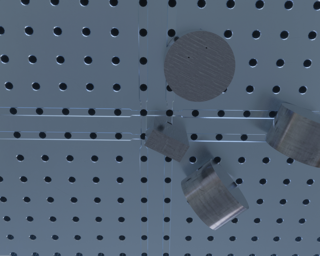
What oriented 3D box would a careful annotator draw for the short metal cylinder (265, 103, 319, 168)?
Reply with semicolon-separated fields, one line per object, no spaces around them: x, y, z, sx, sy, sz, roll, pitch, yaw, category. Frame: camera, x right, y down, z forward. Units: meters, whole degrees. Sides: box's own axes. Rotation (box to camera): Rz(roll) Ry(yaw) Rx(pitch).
0.181;0.007;0.388;0.080;0.080;0.050;17;109;-6;short metal cylinder

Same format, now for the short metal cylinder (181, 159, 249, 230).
0.074;0.088;0.417;0.050;0.080;0.080;-40;106;13;short metal cylinder

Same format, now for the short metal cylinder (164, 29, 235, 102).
0.045;-0.077;0.372;0.081;0.050;0.079;0;110;0;short metal cylinder

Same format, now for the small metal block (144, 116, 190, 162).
0.009;0.014;0.405;0.050;0.050;0.025;26;108;-10;small metal block
